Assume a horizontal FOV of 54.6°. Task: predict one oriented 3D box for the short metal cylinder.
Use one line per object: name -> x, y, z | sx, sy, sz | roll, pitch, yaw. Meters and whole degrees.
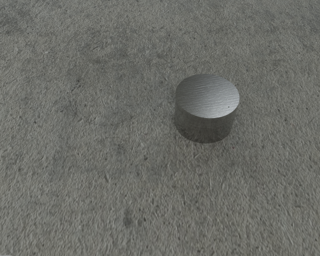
short metal cylinder -> 0.060, -0.026, 0.410 | 0.080, 0.050, 0.080 | 0, 50, 0
